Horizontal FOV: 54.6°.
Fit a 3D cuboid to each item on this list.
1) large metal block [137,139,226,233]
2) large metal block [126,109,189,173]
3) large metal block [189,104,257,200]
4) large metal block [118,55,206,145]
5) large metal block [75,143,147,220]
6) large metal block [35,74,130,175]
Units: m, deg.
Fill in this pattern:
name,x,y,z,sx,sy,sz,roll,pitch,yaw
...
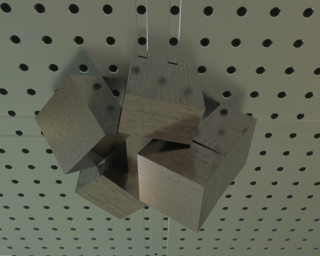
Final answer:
name,x,y,z,sx,sy,sz,roll,pitch,yaw
large metal block,0.023,0.060,0.355,0.080,0.050,0.080,23,134,25
large metal block,-0.001,0.014,0.407,0.080,0.050,0.080,1,130,-1
large metal block,0.074,0.030,0.390,0.050,0.080,0.080,26,136,28
large metal block,0.001,-0.033,0.348,0.080,0.080,0.050,10,129,-8
large metal block,-0.062,0.066,0.429,0.050,0.080,0.080,-33,123,24
large metal block,-0.089,-0.005,0.362,0.080,0.080,0.050,-41,163,29
